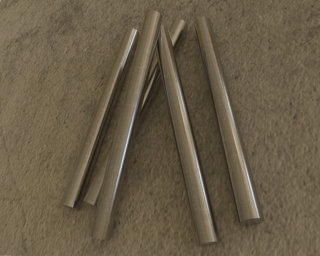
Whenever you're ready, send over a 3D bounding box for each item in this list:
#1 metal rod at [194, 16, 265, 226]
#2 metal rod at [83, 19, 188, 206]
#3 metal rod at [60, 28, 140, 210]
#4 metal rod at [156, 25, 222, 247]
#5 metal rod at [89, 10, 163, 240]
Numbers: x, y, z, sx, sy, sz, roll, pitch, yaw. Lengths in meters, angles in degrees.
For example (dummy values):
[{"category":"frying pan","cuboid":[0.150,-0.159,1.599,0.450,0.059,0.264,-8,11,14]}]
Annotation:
[{"category":"metal rod","cuboid":[0.076,-0.033,0.383,0.025,0.025,0.299,-18,55,18]},{"category":"metal rod","cuboid":[-0.026,-0.033,0.436,0.025,0.025,0.300,12,67,33]},{"category":"metal rod","cuboid":[-0.082,-0.029,0.462,0.025,0.025,0.300,1,62,28]},{"category":"metal rod","cuboid":[0.025,-0.013,0.380,0.025,0.025,0.299,-20,59,16]},{"category":"metal rod","cuboid":[-0.039,-0.014,0.397,0.025,0.025,0.299,4,74,30]}]
